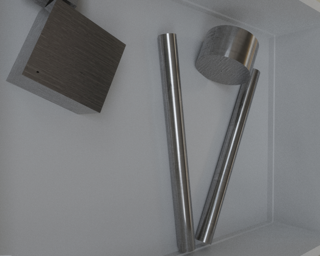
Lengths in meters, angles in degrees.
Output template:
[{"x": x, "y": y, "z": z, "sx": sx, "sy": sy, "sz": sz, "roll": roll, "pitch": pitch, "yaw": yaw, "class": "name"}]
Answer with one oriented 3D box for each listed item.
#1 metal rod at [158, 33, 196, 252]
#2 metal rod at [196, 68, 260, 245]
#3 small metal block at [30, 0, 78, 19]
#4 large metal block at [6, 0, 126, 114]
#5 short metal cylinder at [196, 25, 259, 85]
[{"x": 0.024, "y": 0.023, "z": 0.428, "sx": 0.025, "sy": 0.025, "sz": 0.298, "roll": -10, "pitch": 96, "yaw": -40, "class": "metal rod"}, {"x": 0.115, "y": 0.036, "z": 0.505, "sx": 0.025, "sy": 0.025, "sz": 0.299, "roll": 33, "pitch": 70, "yaw": -36, "class": "metal rod"}, {"x": -0.108, "y": -0.146, "z": 0.307, "sx": 0.050, "sy": 0.025, "sz": 0.050, "roll": 22, "pitch": 57, "yaw": -38, "class": "small metal block"}, {"x": -0.092, "y": -0.067, "z": 0.314, "sx": 0.080, "sy": 0.050, "sz": 0.080, "roll": 29, "pitch": 72, "yaw": -37, "class": "large metal block"}, {"x": 0.099, "y": -0.105, "z": 0.456, "sx": 0.080, "sy": 0.080, "sz": 0.050, "roll": 32, "pitch": 70, "yaw": -36, "class": "short metal cylinder"}]
